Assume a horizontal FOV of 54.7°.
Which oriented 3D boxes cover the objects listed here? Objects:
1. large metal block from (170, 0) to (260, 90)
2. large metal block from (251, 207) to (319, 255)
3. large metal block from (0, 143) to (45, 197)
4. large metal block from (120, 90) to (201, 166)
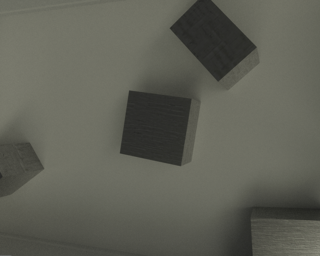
[{"bbox_3d":[0.067,-0.094,0.357,0.050,0.080,0.080,-42,77,15],"label":"large metal block"},{"bbox_3d":[0.147,0.135,0.346,0.080,0.050,0.079,-3,89,19],"label":"large metal block"},{"bbox_3d":[-0.240,0.066,0.464,0.080,0.080,0.050,-36,79,16],"label":"large metal block"},{"bbox_3d":[0.002,-0.001,0.396,0.080,0.050,0.079,10,93,19],"label":"large metal block"}]
